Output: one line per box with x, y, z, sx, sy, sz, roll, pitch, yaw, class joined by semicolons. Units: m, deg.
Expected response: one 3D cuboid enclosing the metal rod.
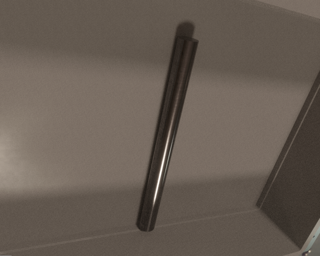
0.006;0.026;0.429;0.025;0.025;0.298;-3;120;-27;metal rod
